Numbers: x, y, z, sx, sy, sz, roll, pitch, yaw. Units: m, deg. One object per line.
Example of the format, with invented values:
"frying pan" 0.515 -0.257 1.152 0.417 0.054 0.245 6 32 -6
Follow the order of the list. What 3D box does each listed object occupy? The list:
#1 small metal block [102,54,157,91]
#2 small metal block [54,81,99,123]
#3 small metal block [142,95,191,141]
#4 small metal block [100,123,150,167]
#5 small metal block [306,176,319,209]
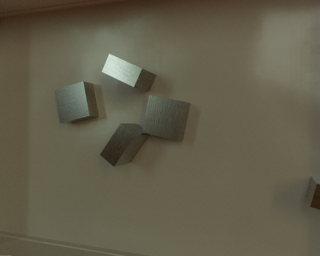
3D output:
"small metal block" -0.040 -0.073 0.411 0.050 0.050 0.025 27 99 18
"small metal block" -0.122 -0.036 0.454 0.050 0.025 0.050 -12 86 19
"small metal block" 0.008 -0.013 0.407 0.050 0.025 0.050 13 94 19
"small metal block" -0.045 0.021 0.413 0.025 0.050 0.050 38 102 16
"small metal block" 0.188 0.075 0.331 0.050 0.050 0.025 15 95 19
